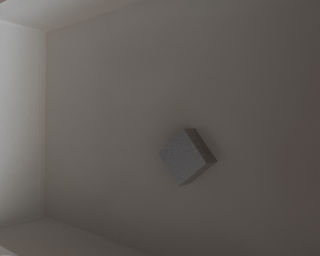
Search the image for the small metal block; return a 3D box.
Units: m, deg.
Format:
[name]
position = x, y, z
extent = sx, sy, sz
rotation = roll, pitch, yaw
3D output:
[small metal block]
position = 0.033, 0.035, 0.378
extent = 0.050, 0.025, 0.050
rotation = -46, 63, 30
